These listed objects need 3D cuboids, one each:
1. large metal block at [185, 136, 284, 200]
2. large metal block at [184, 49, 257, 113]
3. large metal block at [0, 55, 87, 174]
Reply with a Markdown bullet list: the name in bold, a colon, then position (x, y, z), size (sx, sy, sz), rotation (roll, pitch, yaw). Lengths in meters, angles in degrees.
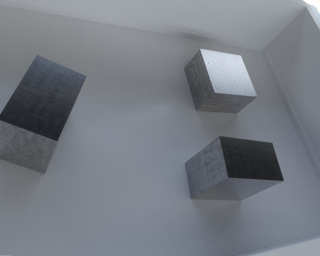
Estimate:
- **large metal block**: position (0.089, 0.054, 0.387), size (0.081, 0.080, 0.050), rotation (7, 59, -25)
- **large metal block**: position (0.093, -0.072, 0.486), size (0.081, 0.050, 0.080), rotation (1, 61, -28)
- **large metal block**: position (-0.120, -0.011, 0.313), size (0.050, 0.080, 0.080), rotation (23, 53, -15)
